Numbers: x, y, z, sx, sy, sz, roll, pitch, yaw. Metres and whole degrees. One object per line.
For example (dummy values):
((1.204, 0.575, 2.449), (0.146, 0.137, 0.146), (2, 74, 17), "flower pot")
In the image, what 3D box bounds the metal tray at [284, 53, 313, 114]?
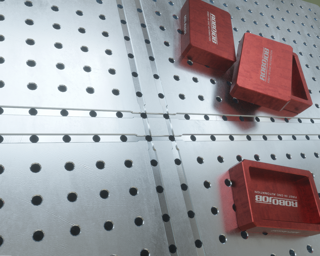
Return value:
((0.229, -0.097, 0.586), (0.091, 0.030, 0.130), (13, 56, -21), "metal tray")

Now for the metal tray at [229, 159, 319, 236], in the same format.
((0.165, 0.098, 0.432), (0.131, 0.030, 0.090), (11, 57, -22), "metal tray")

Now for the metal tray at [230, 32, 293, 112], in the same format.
((0.175, -0.098, 0.528), (0.090, 0.030, 0.130), (17, 58, 0), "metal tray")

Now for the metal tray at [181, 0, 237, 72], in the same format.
((0.085, -0.169, 0.553), (0.091, 0.030, 0.130), (15, 56, -20), "metal tray")
